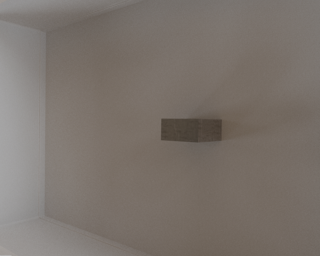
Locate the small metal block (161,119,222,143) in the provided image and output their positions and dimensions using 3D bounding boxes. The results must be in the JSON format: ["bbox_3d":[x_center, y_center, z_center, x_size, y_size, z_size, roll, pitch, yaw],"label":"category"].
[{"bbox_3d":[0.037,0.002,0.359,0.050,0.050,0.025,2,91,39],"label":"small metal block"}]
